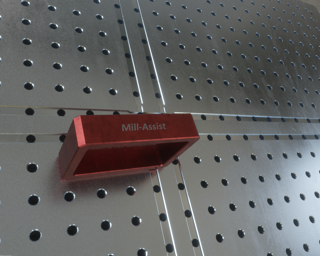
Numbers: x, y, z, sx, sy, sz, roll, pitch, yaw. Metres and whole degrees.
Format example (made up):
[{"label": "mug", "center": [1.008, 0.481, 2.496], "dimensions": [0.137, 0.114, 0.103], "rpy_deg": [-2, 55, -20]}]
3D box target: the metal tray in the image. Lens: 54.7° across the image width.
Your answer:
[{"label": "metal tray", "center": [-0.034, 0.020, 0.337], "dimensions": [0.131, 0.090, 0.030], "rpy_deg": [-3, 63, -30]}]
